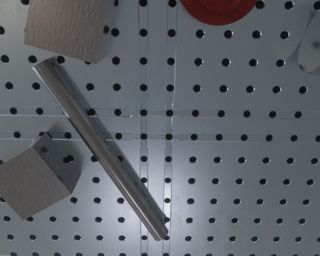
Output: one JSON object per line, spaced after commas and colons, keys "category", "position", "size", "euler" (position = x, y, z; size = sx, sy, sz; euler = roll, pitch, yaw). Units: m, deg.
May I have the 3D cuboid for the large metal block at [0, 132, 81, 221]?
{"category": "large metal block", "position": [-0.171, 0.065, 0.422], "size": [0.080, 0.050, 0.080], "euler": [-29, 108, 10]}

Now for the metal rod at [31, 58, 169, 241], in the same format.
{"category": "metal rod", "position": [-0.073, 0.041, 0.427], "size": [0.025, 0.025, 0.299], "euler": [-29, 108, 10]}

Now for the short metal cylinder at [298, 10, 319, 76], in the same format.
{"category": "short metal cylinder", "position": [0.203, -0.095, 0.350], "size": [0.050, 0.080, 0.079], "euler": [15, 109, -6]}

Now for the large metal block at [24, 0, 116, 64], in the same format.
{"category": "large metal block", "position": [-0.099, -0.126, 0.353], "size": [0.080, 0.050, 0.079], "euler": [15, 109, -6]}

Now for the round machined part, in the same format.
{"category": "round machined part", "position": [0.068, -0.165, 0.344], "size": [0.099, 0.042, 0.097], "euler": [0, 110, 0]}
